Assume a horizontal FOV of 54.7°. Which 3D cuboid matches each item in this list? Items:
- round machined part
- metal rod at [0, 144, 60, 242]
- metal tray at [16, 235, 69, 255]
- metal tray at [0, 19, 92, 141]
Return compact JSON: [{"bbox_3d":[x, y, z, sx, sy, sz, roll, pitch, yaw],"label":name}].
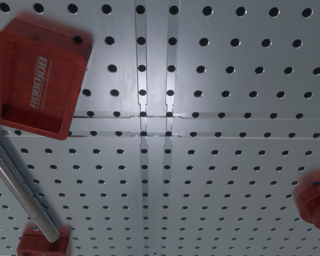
[{"bbox_3d":[0.286,0.136,0.520,0.099,0.042,0.097,0,130,0],"label":"round machined part"},{"bbox_3d":[-0.223,0.092,0.487,0.025,0.025,0.298,-7,130,5],"label":"metal rod"},{"bbox_3d":[-0.236,0.271,0.636,0.091,0.030,0.129,7,130,-7],"label":"metal tray"},{"bbox_3d":[-0.141,-0.049,0.364,0.091,0.030,0.129,17,128,-14],"label":"metal tray"}]
